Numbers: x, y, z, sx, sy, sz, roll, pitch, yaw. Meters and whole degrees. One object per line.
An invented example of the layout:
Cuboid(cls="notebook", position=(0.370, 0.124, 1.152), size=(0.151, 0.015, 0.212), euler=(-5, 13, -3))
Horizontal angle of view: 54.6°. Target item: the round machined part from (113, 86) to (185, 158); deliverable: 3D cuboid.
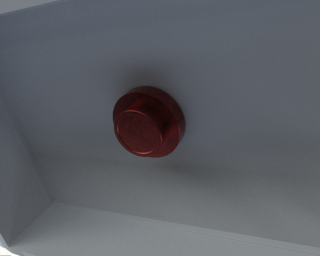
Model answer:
Cuboid(cls="round machined part", position=(-0.020, -0.001, 0.404), size=(0.098, 0.042, 0.097), euler=(13, 124, 21))
